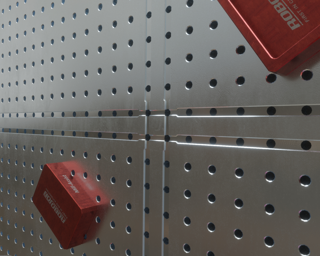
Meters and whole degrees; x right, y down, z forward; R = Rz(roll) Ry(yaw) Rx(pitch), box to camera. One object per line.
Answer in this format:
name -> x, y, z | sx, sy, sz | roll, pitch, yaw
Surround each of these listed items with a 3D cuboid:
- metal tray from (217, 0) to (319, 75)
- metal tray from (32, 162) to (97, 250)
metal tray -> 0.117, -0.129, 0.308 | 0.090, 0.030, 0.130 | -41, 66, 32
metal tray -> -0.172, 0.133, 0.544 | 0.130, 0.030, 0.089 | 39, 114, 32
